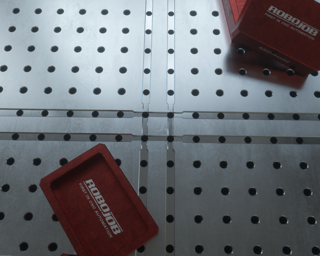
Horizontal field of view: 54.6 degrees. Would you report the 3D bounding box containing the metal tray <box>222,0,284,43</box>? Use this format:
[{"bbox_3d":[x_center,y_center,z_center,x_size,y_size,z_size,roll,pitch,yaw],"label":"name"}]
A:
[{"bbox_3d":[0.147,-0.200,0.482,0.091,0.030,0.130,-7,70,-3],"label":"metal tray"}]

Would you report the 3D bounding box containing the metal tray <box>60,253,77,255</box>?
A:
[{"bbox_3d":[-0.127,0.210,0.325,0.130,0.030,0.090,-35,68,-11],"label":"metal tray"}]

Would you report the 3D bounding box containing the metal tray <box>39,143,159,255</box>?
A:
[{"bbox_3d":[-0.072,0.095,0.373,0.090,0.030,0.130,-32,73,-11],"label":"metal tray"}]

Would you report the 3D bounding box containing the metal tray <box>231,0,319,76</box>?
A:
[{"bbox_3d":[0.178,-0.143,0.437,0.131,0.030,0.090,25,85,-5],"label":"metal tray"}]
